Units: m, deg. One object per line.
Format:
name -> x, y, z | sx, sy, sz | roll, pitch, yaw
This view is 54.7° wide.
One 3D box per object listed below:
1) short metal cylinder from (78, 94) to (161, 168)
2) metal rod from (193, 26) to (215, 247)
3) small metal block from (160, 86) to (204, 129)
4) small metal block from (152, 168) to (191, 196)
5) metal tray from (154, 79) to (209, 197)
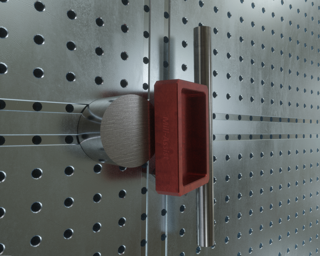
short metal cylinder -> -0.045, 0.003, 0.355 | 0.081, 0.050, 0.079 | 0, 90, -40
metal rod -> 0.061, 0.012, 0.430 | 0.025, 0.025, 0.298 | -2, 91, -40
small metal block -> 0.032, -0.029, 0.438 | 0.050, 0.025, 0.050 | -19, 103, -39
small metal block -> 0.025, 0.059, 0.431 | 0.050, 0.025, 0.050 | 47, 62, -30
metal tray -> 0.029, 0.010, 0.381 | 0.090, 0.030, 0.129 | -3, 92, -60
